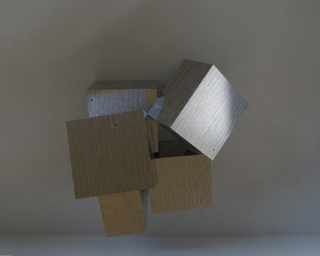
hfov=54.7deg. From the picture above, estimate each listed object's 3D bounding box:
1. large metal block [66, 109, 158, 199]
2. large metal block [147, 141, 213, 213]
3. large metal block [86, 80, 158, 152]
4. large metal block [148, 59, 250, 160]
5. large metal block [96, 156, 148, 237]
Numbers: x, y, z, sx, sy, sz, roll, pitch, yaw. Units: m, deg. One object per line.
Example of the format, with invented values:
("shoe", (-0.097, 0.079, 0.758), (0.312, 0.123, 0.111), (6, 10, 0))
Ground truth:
("large metal block", (-0.049, 0.028, 0.337), (0.080, 0.050, 0.080), (-9, 85, 3))
("large metal block", (0.025, 0.064, 0.418), (0.080, 0.050, 0.079), (-5, 110, 1))
("large metal block", (-0.043, -0.016, 0.390), (0.081, 0.050, 0.079), (-1, 110, 0))
("large metal block", (0.045, -0.021, 0.362), (0.080, 0.050, 0.080), (37, 85, -37))
("large metal block", (-0.047, 0.083, 0.410), (0.050, 0.080, 0.079), (-6, 110, 2))
